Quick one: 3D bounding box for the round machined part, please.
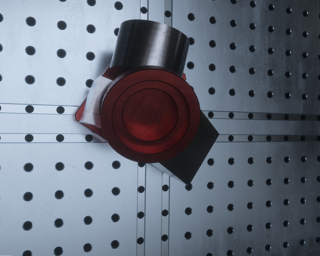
[{"bbox_3d":[-0.011,-0.016,0.321,0.099,0.042,0.097,-3,110,-8],"label":"round machined part"}]

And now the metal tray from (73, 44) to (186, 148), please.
[{"bbox_3d":[-0.037,-0.040,0.398,0.090,0.030,0.130,36,78,-17],"label":"metal tray"}]

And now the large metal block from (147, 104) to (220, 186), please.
[{"bbox_3d":[0.020,0.015,0.389,0.080,0.050,0.080,-58,138,-11],"label":"large metal block"}]

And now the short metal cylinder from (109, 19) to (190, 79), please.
[{"bbox_3d":[-0.011,-0.080,0.348,0.081,0.080,0.050,14,85,-20],"label":"short metal cylinder"}]

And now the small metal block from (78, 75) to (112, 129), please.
[{"bbox_3d":[-0.067,-0.026,0.342,0.025,0.050,0.050,21,83,-19],"label":"small metal block"}]
